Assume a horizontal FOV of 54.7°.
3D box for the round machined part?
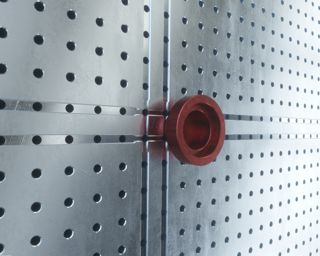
[{"bbox_3d":[0.045,0.003,0.438,0.099,0.042,0.097,0,90,-40],"label":"round machined part"}]
